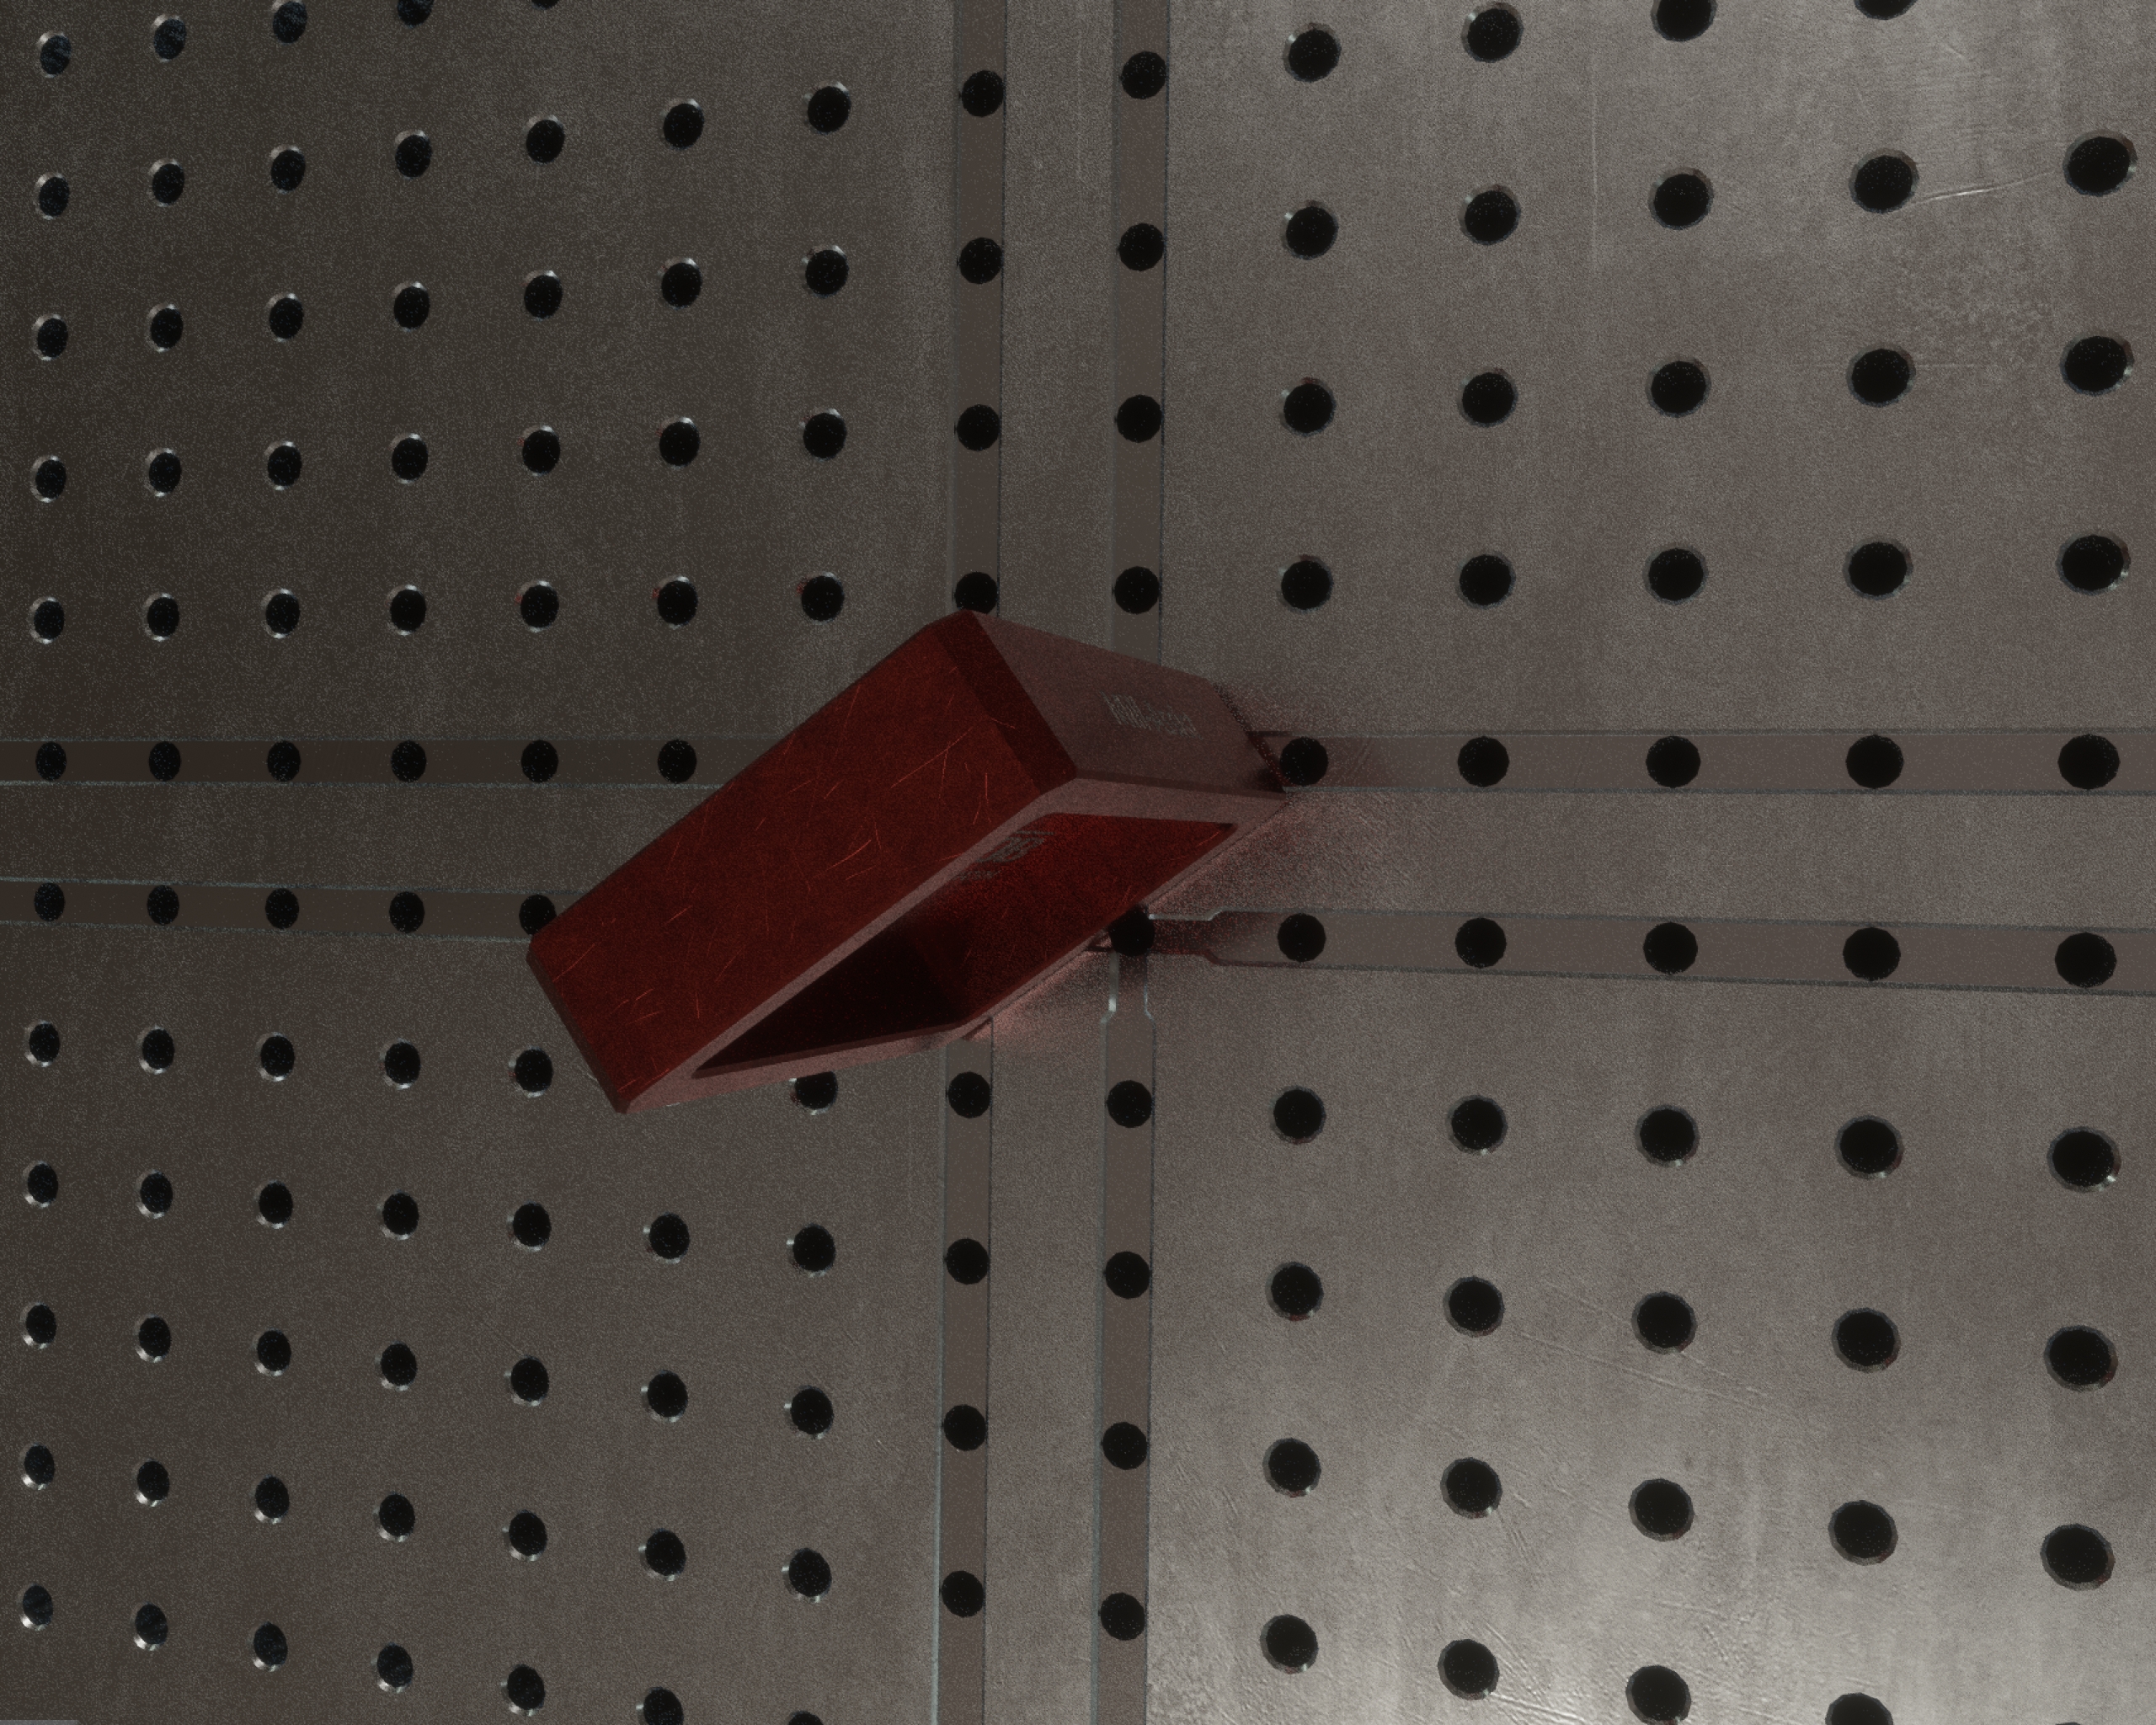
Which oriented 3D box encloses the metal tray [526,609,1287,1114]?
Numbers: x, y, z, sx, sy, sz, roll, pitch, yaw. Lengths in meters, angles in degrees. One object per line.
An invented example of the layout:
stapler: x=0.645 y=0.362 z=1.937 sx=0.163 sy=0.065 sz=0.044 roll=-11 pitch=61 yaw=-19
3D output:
metal tray: x=-0.022 y=0.001 z=0.364 sx=0.090 sy=0.130 sz=0.030 roll=-36 pitch=78 yaw=16
